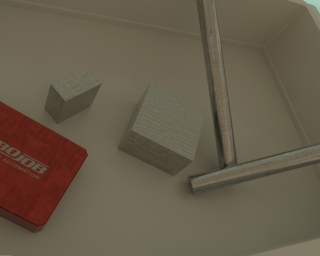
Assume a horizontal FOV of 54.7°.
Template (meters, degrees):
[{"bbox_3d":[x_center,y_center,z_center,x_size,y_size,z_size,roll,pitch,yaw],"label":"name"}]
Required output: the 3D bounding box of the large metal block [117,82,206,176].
[{"bbox_3d":[0.004,0.002,0.392,0.080,0.050,0.080,28,52,-11],"label":"large metal block"}]

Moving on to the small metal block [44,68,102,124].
[{"bbox_3d":[-0.101,-0.037,0.359,0.025,0.050,0.050,49,51,6],"label":"small metal block"}]

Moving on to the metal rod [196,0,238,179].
[{"bbox_3d":[0.075,-0.079,0.420,0.025,0.025,0.298,-8,90,-32],"label":"metal rod"}]

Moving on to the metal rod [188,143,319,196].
[{"bbox_3d":[0.184,0.039,0.405,0.302,0.025,0.025,-13,66,-7],"label":"metal rod"}]

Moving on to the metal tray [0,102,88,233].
[{"bbox_3d":[-0.151,0.031,0.303,0.130,0.030,0.090,31,51,-9],"label":"metal tray"}]
